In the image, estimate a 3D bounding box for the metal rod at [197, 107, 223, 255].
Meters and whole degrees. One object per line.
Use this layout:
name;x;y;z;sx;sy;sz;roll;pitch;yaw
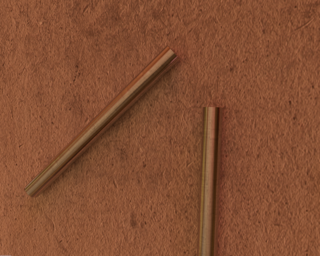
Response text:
metal rod;0.060;0.124;0.387;0.025;0.025;0.298;2;91;19

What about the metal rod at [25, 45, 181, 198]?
metal rod;-0.089;-0.001;0.439;0.299;0.025;0.025;-42;77;14
